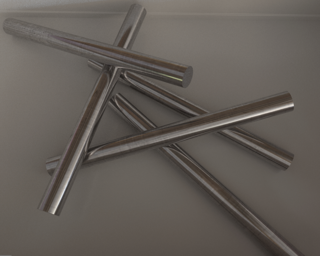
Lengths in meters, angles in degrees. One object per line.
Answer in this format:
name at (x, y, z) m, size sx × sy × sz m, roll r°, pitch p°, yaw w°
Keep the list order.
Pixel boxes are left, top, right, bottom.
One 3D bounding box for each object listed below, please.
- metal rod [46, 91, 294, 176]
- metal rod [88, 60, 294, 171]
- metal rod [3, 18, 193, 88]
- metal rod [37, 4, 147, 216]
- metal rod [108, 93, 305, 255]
metal rod at (0.007, 0.009, 0.376) m, size 0.301 × 0.025 × 0.025 m, roll -16°, pitch 71°, yaw 6°
metal rod at (0.034, -0.027, 0.419) m, size 0.301 × 0.025 × 0.025 m, roll 29°, pitch 73°, yaw 10°
metal rod at (-0.097, -0.104, 0.402) m, size 0.300 × 0.025 × 0.025 m, roll 21°, pitch 71°, yaw 25°
metal rod at (-0.076, -0.039, 0.392) m, size 0.025 × 0.025 × 0.300 m, roll 17°, pitch 68°, yaw 6°
metal rod at (0.047, 0.058, 0.388) m, size 0.300 × 0.025 × 0.025 m, roll 41°, pitch 75°, yaw 13°
